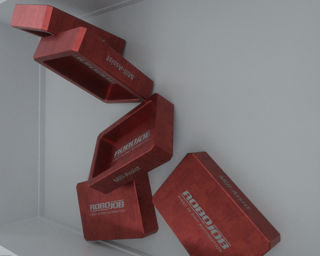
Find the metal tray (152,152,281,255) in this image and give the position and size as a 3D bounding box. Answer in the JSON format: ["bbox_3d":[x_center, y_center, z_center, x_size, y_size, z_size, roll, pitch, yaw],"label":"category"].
[{"bbox_3d":[0.057,0.102,0.355,0.130,0.030,0.089,50,119,28],"label":"metal tray"}]

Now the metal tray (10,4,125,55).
[{"bbox_3d":[-0.125,-0.133,0.437,0.090,0.131,0.030,19,96,38],"label":"metal tray"}]

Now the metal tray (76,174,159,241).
[{"bbox_3d":[-0.068,0.115,0.457,0.130,0.030,0.090,-19,78,38],"label":"metal tray"}]

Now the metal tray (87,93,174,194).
[{"bbox_3d":[-0.039,0.022,0.405,0.130,0.030,0.090,-32,38,34],"label":"metal tray"}]

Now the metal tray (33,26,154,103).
[{"bbox_3d":[-0.082,-0.074,0.402,0.090,0.130,0.030,2,69,40],"label":"metal tray"}]
